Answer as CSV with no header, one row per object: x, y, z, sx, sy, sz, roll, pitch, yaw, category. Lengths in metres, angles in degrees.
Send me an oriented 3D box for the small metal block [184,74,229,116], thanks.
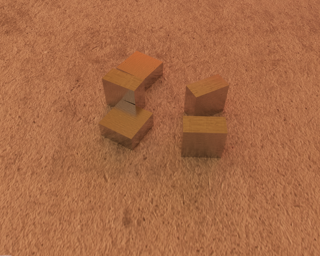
0.062,-0.040,0.421,0.050,0.050,0.025,-22,54,-17,small metal block

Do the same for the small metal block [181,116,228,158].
0.052,0.012,0.377,0.050,0.050,0.025,1,50,1,small metal block

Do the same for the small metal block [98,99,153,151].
-0.043,-0.005,0.407,0.050,0.025,0.050,25,54,19,small metal block

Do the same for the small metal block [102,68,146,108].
-0.049,-0.049,0.427,0.050,0.050,0.025,23,54,18,small metal block

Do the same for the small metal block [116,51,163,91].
-0.030,-0.088,0.476,0.050,0.025,0.050,28,55,21,small metal block
